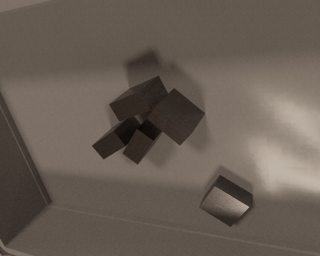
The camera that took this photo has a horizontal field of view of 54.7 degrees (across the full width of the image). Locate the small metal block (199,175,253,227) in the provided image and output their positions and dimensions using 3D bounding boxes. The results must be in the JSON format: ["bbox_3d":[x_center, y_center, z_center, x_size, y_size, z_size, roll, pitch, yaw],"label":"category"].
[{"bbox_3d":[0.089,0.100,0.423,0.050,0.025,0.050,31,128,7],"label":"small metal block"}]

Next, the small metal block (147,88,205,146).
[{"bbox_3d":[0.020,-0.015,0.372,0.050,0.050,0.025,40,129,1],"label":"small metal block"}]

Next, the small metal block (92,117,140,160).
[{"bbox_3d":[-0.058,0.012,0.429,0.050,0.050,0.025,-31,101,37],"label":"small metal block"}]

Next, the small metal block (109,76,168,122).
[{"bbox_3d":[-0.026,-0.036,0.382,0.050,0.050,0.025,-18,109,35],"label":"small metal block"}]

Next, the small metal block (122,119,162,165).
[{"bbox_3d":[-0.018,0.013,0.408,0.025,0.050,0.050,36,129,4],"label":"small metal block"}]
